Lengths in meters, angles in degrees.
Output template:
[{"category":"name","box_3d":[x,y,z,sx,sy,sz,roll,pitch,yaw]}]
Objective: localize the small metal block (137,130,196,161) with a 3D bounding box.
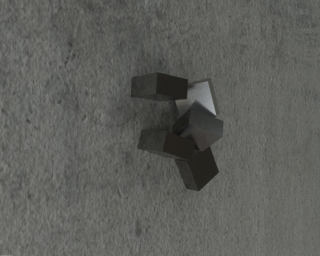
[{"category":"small metal block","box_3d":[0.008,0.022,0.397,0.050,0.050,0.025,21,77,-38]}]

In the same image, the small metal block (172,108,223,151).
[{"category":"small metal block","box_3d":[0.050,0.004,0.420,0.050,0.050,0.025,21,56,-16]}]

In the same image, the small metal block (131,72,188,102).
[{"category":"small metal block","box_3d":[-0.001,-0.050,0.390,0.050,0.050,0.025,5,87,-40]}]

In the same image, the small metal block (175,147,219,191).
[{"category":"small metal block","box_3d":[0.055,0.056,0.454,0.050,0.025,0.050,-34,112,-35]}]

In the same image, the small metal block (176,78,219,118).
[{"category":"small metal block","box_3d":[0.050,-0.038,0.429,0.025,0.050,0.050,-45,122,-64]}]
